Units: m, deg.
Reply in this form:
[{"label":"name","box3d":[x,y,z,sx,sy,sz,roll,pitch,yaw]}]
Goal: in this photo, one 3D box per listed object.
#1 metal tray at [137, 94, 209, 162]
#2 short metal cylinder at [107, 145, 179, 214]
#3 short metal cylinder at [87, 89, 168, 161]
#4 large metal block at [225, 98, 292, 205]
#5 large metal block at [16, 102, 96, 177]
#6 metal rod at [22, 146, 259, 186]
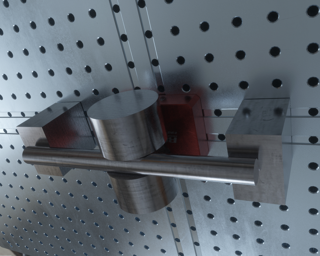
[{"label":"metal tray","box3d":[-0.007,0.004,0.414,0.130,0.030,0.089,1,119,27]},{"label":"short metal cylinder","box3d":[-0.021,0.060,0.385,0.080,0.080,0.050,1,119,28]},{"label":"short metal cylinder","box3d":[-0.036,-0.006,0.352,0.080,0.080,0.050,1,119,28]},{"label":"large metal block","box3d":[0.109,0.022,0.330,0.050,0.080,0.080,1,119,28]},{"label":"large metal block","box3d":[-0.151,0.014,0.463,0.050,0.080,0.080,1,119,28]},{"label":"metal rod","box3d":[-0.044,0.039,0.354,0.300,0.025,0.025,1,119,27]}]
